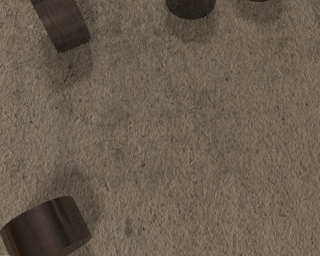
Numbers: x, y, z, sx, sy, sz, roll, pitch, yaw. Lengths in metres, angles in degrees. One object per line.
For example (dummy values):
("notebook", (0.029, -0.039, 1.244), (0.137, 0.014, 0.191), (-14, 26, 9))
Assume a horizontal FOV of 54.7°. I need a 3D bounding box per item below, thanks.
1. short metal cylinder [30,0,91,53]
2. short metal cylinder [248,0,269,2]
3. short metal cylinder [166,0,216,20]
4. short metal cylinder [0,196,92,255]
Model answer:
("short metal cylinder", (-0.139, -0.152, 0.433), (0.050, 0.080, 0.080), (-27, 73, -10))
("short metal cylinder", (0.159, -0.248, 0.488), (0.081, 0.050, 0.080), (0, 70, 0))
("short metal cylinder", (0.049, -0.215, 0.474), (0.081, 0.050, 0.080), (0, 70, 0))
("short metal cylinder", (-0.121, 0.117, 0.335), (0.080, 0.080, 0.050), (-29, 73, -10))
